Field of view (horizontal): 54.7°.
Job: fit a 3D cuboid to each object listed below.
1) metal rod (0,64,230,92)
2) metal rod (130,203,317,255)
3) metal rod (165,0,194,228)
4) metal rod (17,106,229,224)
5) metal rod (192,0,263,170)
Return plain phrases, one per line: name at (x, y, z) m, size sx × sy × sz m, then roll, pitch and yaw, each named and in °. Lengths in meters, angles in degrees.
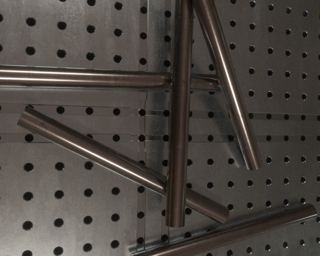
metal rod at (-0.043, -0.062, 0.397) m, size 0.303 × 0.025 × 0.025 m, roll -1°, pitch 91°, yaw -21°
metal rod at (0.106, 0.155, 0.453) m, size 0.303 × 0.025 × 0.025 m, roll -8°, pitch 93°, yaw -20°
metal rod at (0.026, -0.026, 0.395) m, size 0.025 × 0.025 × 0.298 m, roll 3°, pitch 89°, yaw -20°
metal rod at (-0.033, 0.056, 0.401) m, size 0.301 × 0.025 × 0.025 m, roll 29°, pitch 80°, yaw -18°
metal rod at (0.089, -0.072, 0.416) m, size 0.025 × 0.025 × 0.299 m, roll -30°, pitch 112°, yaw -18°
